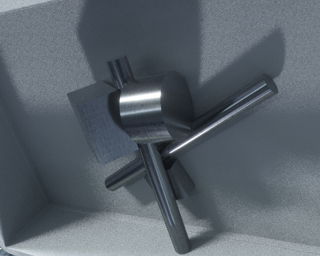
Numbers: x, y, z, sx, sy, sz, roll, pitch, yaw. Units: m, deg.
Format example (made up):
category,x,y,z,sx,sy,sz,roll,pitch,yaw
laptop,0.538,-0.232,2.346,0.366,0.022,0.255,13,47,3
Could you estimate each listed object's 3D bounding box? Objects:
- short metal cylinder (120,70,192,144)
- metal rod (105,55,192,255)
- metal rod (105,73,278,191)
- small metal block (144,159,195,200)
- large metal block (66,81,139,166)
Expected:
category,x,y,z,sx,sy,sz,roll,pitch,yaw
short metal cylinder,-0.002,-0.022,0.356,0.050,0.080,0.080,-5,116,29
metal rod,-0.007,0.052,0.408,0.025,0.025,0.298,-5,115,30
metal rod,0.017,0.022,0.409,0.025,0.025,0.299,49,128,-7
small metal block,0.014,0.077,0.446,0.050,0.025,0.050,-23,106,36
large metal block,-0.075,-0.009,0.398,0.080,0.050,0.080,34,145,61
